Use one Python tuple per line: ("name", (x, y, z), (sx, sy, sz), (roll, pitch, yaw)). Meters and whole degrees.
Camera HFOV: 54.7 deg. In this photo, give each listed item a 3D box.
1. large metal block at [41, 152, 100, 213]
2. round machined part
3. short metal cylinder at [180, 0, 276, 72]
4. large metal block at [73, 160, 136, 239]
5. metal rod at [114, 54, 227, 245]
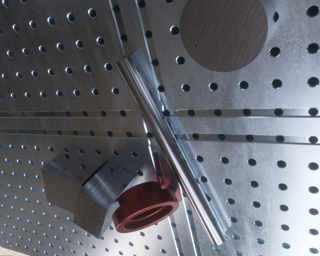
("large metal block", (-0.150, 0.098, 0.535), (0.080, 0.050, 0.079), (17, 125, 18))
("round machined part", (-0.024, 0.114, 0.460), (0.097, 0.099, 0.042), (-53, 51, 39))
("short metal cylinder", (0.066, -0.100, 0.298), (0.080, 0.050, 0.079), (13, 124, 21))
("large metal block", (-0.088, 0.112, 0.491), (0.050, 0.080, 0.079), (29, 128, 11))
("metal rod", (0.022, 0.041, 0.424), (0.025, 0.025, 0.299), (-16, 110, 34))
